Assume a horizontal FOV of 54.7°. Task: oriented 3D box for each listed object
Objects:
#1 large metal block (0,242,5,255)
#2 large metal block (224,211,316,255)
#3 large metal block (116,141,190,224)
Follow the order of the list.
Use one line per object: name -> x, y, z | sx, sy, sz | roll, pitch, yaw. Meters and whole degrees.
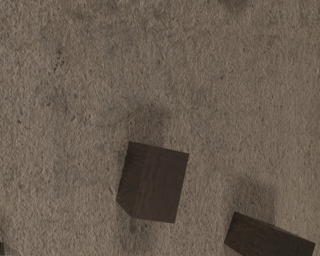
large metal block -> -0.205, 0.175, 0.320 | 0.081, 0.050, 0.079 | -7, 93, -20
large metal block -> 0.152, 0.163, 0.438 | 0.080, 0.080, 0.050 | 23, 82, -19
large metal block -> -0.012, 0.062, 0.376 | 0.050, 0.080, 0.080 | 14, 85, -20
